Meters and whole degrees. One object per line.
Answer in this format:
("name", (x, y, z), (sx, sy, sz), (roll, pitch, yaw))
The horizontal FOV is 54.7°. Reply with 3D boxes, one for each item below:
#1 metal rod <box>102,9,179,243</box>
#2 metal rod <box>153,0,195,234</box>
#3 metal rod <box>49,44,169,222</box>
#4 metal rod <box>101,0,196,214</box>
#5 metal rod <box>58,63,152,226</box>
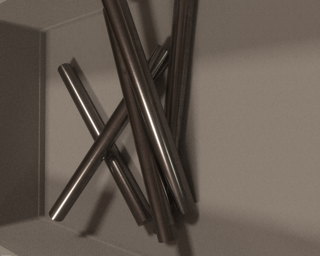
("metal rod", (-0.026, -0.012, 0.385), (0.025, 0.025, 0.298), (-20, 81, 38))
("metal rod", (0.017, -0.013, 0.391), (0.025, 0.025, 0.298), (9, 96, 39))
("metal rod", (-0.076, 0.017, 0.437), (0.025, 0.025, 0.299), (44, 107, 30))
("metal rod", (-0.015, -0.038, 0.345), (0.025, 0.025, 0.298), (-7, 108, 39))
("metal rod", (-0.092, 0.011, 0.480), (0.025, 0.025, 0.299), (-47, 62, 29))
